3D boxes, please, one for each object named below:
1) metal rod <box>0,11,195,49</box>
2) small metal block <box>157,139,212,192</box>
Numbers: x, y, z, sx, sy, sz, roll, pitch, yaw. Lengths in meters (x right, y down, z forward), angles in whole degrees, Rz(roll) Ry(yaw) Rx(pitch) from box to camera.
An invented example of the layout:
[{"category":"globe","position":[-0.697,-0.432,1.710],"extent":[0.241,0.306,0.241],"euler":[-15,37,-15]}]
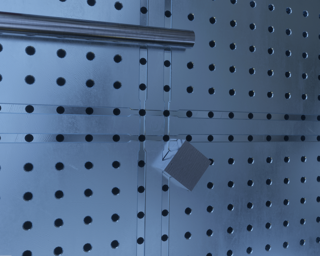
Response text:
[{"category":"metal rod","position":[-0.099,-0.119,0.376],"extent":[0.303,0.025,0.025],"euler":[-1,91,-21]},{"category":"small metal block","position":[0.034,0.051,0.427],"extent":[0.050,0.025,0.050],"euler":[40,77,-16]}]
